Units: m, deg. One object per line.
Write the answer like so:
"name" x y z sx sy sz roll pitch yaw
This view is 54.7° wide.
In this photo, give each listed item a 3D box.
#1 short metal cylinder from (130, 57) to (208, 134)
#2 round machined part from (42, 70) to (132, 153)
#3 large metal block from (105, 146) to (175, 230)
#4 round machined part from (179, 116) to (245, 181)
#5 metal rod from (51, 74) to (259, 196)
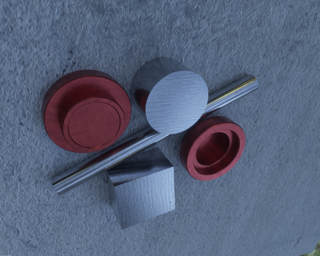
"short metal cylinder" 0.010 -0.039 0.373 0.081 0.050 0.079 -14 124 -21
"round machined part" -0.078 -0.012 0.347 0.099 0.042 0.097 -14 124 -21
"large metal block" -0.027 0.082 0.429 0.081 0.050 0.079 -16 125 -19
"round machined part" 0.072 0.025 0.452 0.099 0.042 0.097 -14 124 -21
"metal rod" 0.002 0.004 0.413 0.302 0.025 0.025 -28 128 -11
